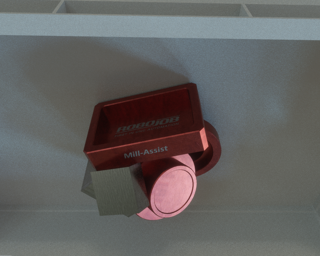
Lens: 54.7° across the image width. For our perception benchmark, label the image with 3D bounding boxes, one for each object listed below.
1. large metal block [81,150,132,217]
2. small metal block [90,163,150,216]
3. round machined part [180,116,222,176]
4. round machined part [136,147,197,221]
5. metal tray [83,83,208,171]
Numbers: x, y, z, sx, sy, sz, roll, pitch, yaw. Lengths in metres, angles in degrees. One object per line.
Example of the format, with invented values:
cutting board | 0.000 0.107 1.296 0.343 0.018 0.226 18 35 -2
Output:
large metal block | -0.053 0.061 0.423 0.050 0.080 0.080 -36 122 26
small metal block | -0.044 0.067 0.343 0.050 0.025 0.050 -11 92 25
round machined part | 0.030 0.021 0.416 0.099 0.042 0.097 -1 130 0
round machined part | 0.006 0.070 0.379 0.099 0.042 0.097 -12 112 -31
metal tray | -0.016 -0.004 0.360 0.131 0.090 0.030 -11 130 9
